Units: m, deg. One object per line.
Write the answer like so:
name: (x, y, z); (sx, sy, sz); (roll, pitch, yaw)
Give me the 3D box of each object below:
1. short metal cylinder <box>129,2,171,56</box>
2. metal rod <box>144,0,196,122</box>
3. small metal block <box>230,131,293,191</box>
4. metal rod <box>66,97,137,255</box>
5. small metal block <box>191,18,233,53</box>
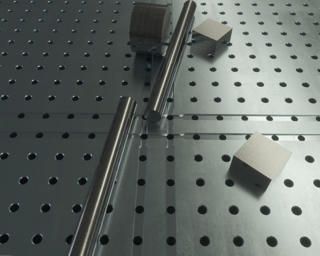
short metal cylinder: (-0.014, -0.161, 0.507); (0.050, 0.080, 0.080); (9, 51, 8)
metal rod: (0.025, -0.128, 0.515); (0.025, 0.025, 0.300); (10, 51, 8)
small metal block: (0.122, 0.039, 0.376); (0.050, 0.025, 0.050); (35, 58, 25)
metal rod: (-0.068, 0.078, 0.341); (0.025, 0.025, 0.300); (7, 50, 6)
small metal block: (0.091, -0.164, 0.546); (0.050, 0.025, 0.050); (32, 57, 24)
